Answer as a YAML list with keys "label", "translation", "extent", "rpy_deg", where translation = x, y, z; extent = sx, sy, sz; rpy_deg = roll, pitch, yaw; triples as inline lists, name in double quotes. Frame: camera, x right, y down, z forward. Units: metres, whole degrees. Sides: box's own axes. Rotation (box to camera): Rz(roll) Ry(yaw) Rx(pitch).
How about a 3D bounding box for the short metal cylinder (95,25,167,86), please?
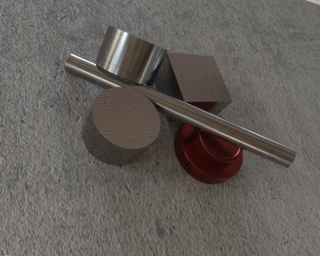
- label: "short metal cylinder"
  translation: [-0.037, -0.094, 0.402]
  extent: [0.080, 0.050, 0.080]
  rpy_deg: [22, 14, -6]

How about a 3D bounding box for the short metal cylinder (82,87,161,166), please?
- label: "short metal cylinder"
  translation: [-0.046, -0.001, 0.366]
  extent: [0.081, 0.050, 0.080]
  rpy_deg: [14, 56, -21]

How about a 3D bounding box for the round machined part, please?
- label: "round machined part"
  translation: [0.072, 0.023, 0.418]
  extent: [0.099, 0.042, 0.098]
  rpy_deg: [14, 56, -21]

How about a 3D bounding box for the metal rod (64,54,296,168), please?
- label: "metal rod"
  translation: [0.023, -0.023, 0.388]
  extent: [0.301, 0.025, 0.025]
  rpy_deg: [24, 52, 3]

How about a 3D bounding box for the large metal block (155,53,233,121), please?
- label: "large metal block"
  translation: [0.045, -0.058, 0.446]
  extent: [0.081, 0.050, 0.080]
  rpy_deg: [-3, 63, -30]
